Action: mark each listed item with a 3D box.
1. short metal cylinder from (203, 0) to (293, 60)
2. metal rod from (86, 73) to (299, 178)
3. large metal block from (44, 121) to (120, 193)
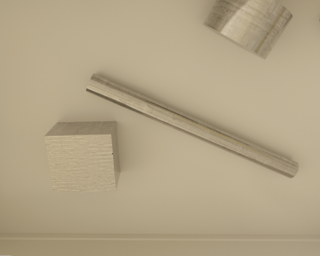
[{"bbox_3d":[0.095,-0.117,0.340,0.080,0.080,0.050,27,108,-10],"label":"short metal cylinder"},{"bbox_3d":[0.049,0.001,0.412,0.302,0.025,0.025,23,108,-9],"label":"metal rod"},{"bbox_3d":[-0.098,0.037,0.410,0.081,0.050,0.079,-2,110,0],"label":"large metal block"}]
